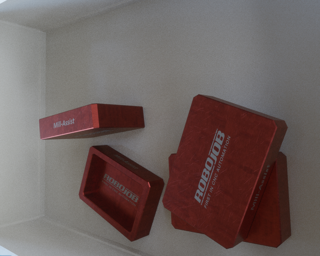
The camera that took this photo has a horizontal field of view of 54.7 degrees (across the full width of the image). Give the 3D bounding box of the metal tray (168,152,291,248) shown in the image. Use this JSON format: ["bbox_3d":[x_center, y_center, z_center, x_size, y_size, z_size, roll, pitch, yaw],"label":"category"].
[{"bbox_3d":[0.071,0.072,0.344,0.130,0.030,0.089,-4,87,39],"label":"metal tray"}]

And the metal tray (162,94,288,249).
[{"bbox_3d":[0.060,0.040,0.313,0.090,0.030,0.129,25,106,36],"label":"metal tray"}]

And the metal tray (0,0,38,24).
[{"bbox_3d":[-0.309,-0.276,0.617,0.030,0.091,0.130,-39,66,33],"label":"metal tray"}]

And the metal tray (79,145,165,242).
[{"bbox_3d":[-0.061,0.090,0.451,0.130,0.030,0.089,26,106,36],"label":"metal tray"}]

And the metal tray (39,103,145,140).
[{"bbox_3d":[-0.098,-0.006,0.442,0.130,0.091,0.030,-10,84,39],"label":"metal tray"}]
